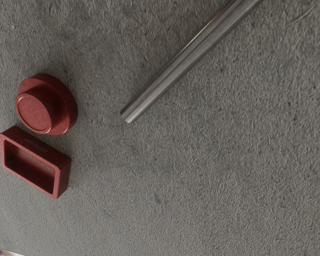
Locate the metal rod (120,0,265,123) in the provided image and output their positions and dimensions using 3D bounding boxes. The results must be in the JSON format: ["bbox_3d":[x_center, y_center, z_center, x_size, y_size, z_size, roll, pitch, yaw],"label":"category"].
[{"bbox_3d":[0.047,-0.092,0.325,0.025,0.025,0.299,46,129,-4],"label":"metal rod"}]

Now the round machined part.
[{"bbox_3d":[-0.178,-0.030,0.471,0.098,0.042,0.097,13,124,21],"label":"round machined part"}]

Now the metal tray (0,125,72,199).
[{"bbox_3d":[-0.227,0.063,0.561,0.130,0.030,0.089,28,128,10],"label":"metal tray"}]
